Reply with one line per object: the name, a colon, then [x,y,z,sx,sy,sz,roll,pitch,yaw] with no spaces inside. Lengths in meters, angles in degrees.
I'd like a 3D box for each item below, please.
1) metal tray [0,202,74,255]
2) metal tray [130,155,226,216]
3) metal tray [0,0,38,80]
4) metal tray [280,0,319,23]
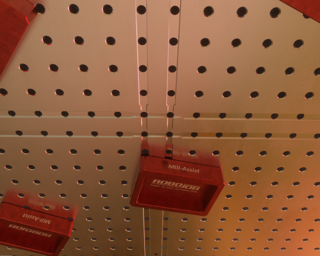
metal tray: [-0.236,0.189,0.566,0.131,0.030,0.090,22,127,-18]
metal tray: [0.025,0.093,0.487,0.131,0.030,0.089,10,129,-9]
metal tray: [-0.200,-0.097,0.324,0.090,0.030,0.129,32,123,-24]
metal tray: [0.127,-0.160,0.273,0.131,0.030,0.089,20,127,-17]
